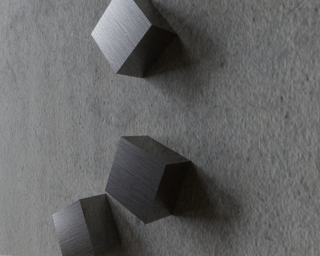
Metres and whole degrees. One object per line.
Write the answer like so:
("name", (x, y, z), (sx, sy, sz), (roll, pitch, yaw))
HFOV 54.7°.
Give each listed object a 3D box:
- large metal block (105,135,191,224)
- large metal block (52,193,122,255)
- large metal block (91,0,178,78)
("large metal block", (-0.018, 0.063, 0.401), (0.080, 0.050, 0.079), (28, 108, 36))
("large metal block", (-0.115, 0.157, 0.481), (0.080, 0.050, 0.080), (-33, 70, 35))
("large metal block", (-0.037, -0.126, 0.417), (0.080, 0.050, 0.080), (-47, 62, 29))
